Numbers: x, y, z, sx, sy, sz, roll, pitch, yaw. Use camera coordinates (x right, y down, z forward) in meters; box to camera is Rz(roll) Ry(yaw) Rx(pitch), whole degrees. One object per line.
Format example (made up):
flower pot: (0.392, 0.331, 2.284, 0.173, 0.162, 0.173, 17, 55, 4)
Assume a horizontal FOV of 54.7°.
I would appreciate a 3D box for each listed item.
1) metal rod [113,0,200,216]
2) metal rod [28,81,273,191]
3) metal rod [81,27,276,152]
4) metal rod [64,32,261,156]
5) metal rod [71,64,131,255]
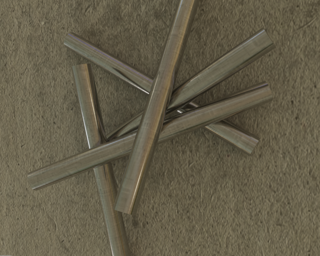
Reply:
metal rod: (0.004, -0.052, 0.357, 0.025, 0.025, 0.299, 11, 75, 19)
metal rod: (-0.016, 0.012, 0.369, 0.301, 0.025, 0.025, -21, 83, 5)
metal rod: (-0.001, -0.022, 0.384, 0.299, 0.025, 0.025, -32, 80, 26)
metal rod: (-0.009, -0.053, 0.412, 0.300, 0.025, 0.025, 32, 100, 17)
metal rod: (-0.072, 0.067, 0.406, 0.025, 0.025, 0.298, -8, 98, 20)
